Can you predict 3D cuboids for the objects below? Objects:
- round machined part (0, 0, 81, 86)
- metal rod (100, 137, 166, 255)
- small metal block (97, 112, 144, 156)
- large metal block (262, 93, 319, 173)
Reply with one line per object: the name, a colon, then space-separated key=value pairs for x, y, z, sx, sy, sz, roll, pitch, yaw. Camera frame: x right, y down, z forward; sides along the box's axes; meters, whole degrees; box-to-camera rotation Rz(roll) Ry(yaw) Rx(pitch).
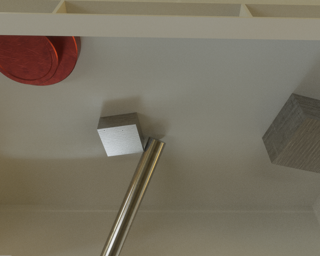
round machined part: x=-0.137 y=-0.085 z=0.324 sx=0.099 sy=0.042 sz=0.097 roll=-1 pitch=130 yaw=0
metal rod: x=-0.060 y=0.154 z=0.433 sx=0.025 sy=0.025 sz=0.299 roll=22 pitch=93 yaw=-18
small metal block: x=-0.051 y=0.009 z=0.416 sx=0.050 sy=0.025 sz=0.050 roll=-8 pitch=130 yaw=6
large metal block: x=0.195 y=0.009 z=0.404 sx=0.081 sy=0.050 sz=0.079 roll=12 pitch=129 yaw=-11
